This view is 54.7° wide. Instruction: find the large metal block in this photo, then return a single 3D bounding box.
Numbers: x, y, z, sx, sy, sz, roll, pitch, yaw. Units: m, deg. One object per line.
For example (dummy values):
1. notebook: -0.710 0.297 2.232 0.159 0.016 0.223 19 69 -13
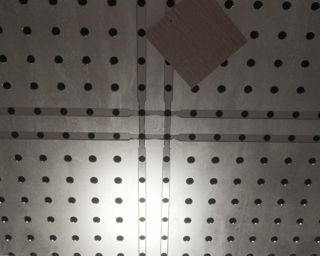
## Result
1. large metal block: 0.040 -0.106 0.361 0.080 0.050 0.080 -40 106 13
